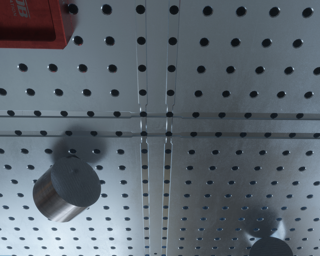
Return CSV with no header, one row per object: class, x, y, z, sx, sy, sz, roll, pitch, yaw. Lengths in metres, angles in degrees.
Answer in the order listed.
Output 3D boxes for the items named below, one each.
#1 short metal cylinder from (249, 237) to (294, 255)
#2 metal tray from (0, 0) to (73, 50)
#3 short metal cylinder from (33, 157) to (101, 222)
short metal cylinder,0.219,0.261,0.600,0.080,0.080,0.050,-18,128,14
metal tray,-0.139,-0.140,0.287,0.091,0.030,0.129,1,130,-1
short metal cylinder,-0.134,0.089,0.450,0.080,0.080,0.050,35,122,-26
